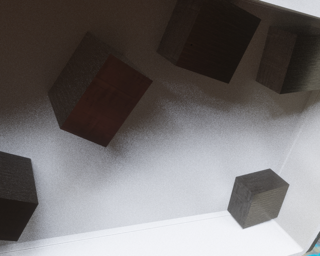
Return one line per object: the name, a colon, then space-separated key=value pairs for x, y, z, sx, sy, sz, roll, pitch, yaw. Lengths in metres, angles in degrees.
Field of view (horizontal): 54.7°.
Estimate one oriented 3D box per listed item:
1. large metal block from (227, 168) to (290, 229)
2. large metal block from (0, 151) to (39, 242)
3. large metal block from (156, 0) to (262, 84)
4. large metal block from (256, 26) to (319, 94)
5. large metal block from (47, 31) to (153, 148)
large metal block: x=0.179 y=0.128 z=0.569 sx=0.081 sy=0.050 sz=0.079 roll=-9 pitch=122 yaw=-24
large metal block: x=-0.178 y=0.063 z=0.315 sx=0.080 sy=0.080 sz=0.050 roll=22 pitch=106 yaw=-36
large metal block: x=0.055 y=-0.106 z=0.357 sx=0.081 sy=0.050 sz=0.079 roll=11 pitch=113 yaw=-33
large metal block: x=0.192 y=-0.098 z=0.437 sx=0.081 sy=0.050 sz=0.079 roll=-9 pitch=122 yaw=-24
large metal block: x=-0.064 y=-0.041 z=0.313 sx=0.050 sy=0.080 sz=0.080 roll=28 pitch=103 yaw=-38
